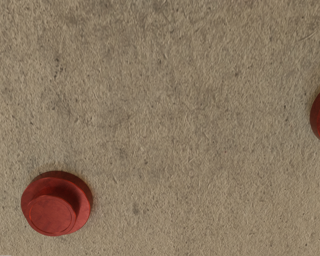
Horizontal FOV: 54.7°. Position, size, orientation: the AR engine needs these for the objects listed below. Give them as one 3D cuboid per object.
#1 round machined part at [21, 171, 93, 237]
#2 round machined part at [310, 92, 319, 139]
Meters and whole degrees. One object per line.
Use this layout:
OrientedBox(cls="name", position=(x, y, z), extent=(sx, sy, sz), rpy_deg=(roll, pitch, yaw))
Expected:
OrientedBox(cls="round machined part", position=(-0.149, 0.114, 0.441), extent=(0.099, 0.042, 0.097), rpy_deg=(0, 110, 0))
OrientedBox(cls="round machined part", position=(0.240, -0.020, 0.395), extent=(0.099, 0.042, 0.097), rpy_deg=(0, 110, 0))
